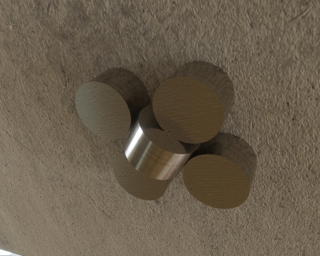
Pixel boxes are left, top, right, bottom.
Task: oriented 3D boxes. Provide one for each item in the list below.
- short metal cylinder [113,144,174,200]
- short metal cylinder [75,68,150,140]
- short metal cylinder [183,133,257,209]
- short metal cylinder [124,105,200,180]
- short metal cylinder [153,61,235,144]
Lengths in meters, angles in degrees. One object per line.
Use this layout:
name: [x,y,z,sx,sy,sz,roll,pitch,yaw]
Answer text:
short metal cylinder: [-0.018,0.053,0.432,0.080,0.050,0.079,13,124,20]
short metal cylinder: [-0.061,-0.032,0.402,0.080,0.050,0.079,13,124,20]
short metal cylinder: [0.075,0.052,0.383,0.080,0.050,0.079,13,124,20]
short metal cylinder: [0.003,0.016,0.380,0.080,0.080,0.050,34,129,5]
short metal cylinder: [0.039,-0.029,0.350,0.080,0.050,0.079,13,124,20]
